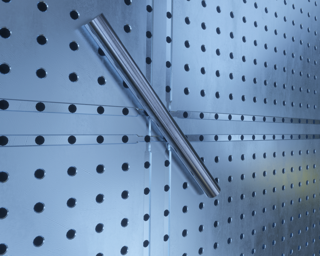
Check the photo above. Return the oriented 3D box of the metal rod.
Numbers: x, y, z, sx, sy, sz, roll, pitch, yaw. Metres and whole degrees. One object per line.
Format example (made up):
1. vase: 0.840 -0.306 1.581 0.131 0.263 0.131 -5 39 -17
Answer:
1. metal rod: 0.004 -0.012 0.411 0.025 0.025 0.300 -50 120 -28
